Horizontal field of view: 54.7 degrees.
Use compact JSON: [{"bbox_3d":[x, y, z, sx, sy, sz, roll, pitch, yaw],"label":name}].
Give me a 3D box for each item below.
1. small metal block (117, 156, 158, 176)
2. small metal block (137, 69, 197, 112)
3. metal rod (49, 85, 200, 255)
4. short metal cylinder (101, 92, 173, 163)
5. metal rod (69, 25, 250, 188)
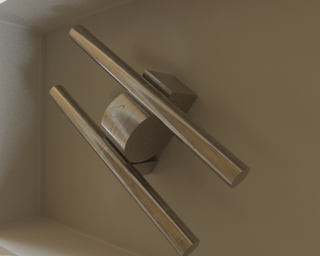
[{"bbox_3d":[-0.040,0.040,0.419,0.050,0.050,0.025,44,117,30],"label":"small metal block"},{"bbox_3d":[0.009,-0.045,0.379,0.050,0.050,0.025,44,117,30],"label":"small metal block"},{"bbox_3d":[-0.062,0.034,0.390,0.300,0.025,0.025,43,116,31],"label":"metal rod"},{"bbox_3d":[-0.025,-0.003,0.388,0.050,0.081,0.080,44,116,31],"label":"short metal cylinder"},{"bbox_3d":[-0.021,-0.043,0.356,0.300,0.025,0.025,43,116,31],"label":"metal rod"}]
